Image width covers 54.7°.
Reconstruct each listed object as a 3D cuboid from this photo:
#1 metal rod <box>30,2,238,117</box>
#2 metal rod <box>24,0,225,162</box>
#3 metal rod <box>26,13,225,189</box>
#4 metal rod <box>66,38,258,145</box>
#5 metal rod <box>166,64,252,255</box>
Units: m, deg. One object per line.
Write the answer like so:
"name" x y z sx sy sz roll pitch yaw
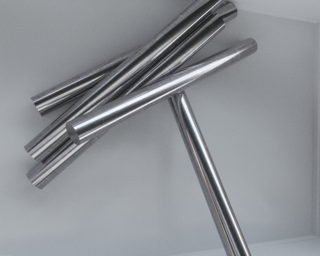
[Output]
"metal rod" -0.020 -0.097 0.403 0.302 0.025 0.025 -31 101 -18
"metal rod" -0.035 -0.071 0.373 0.301 0.025 0.025 -43 104 -9
"metal rod" -0.035 -0.038 0.379 0.301 0.025 0.025 -42 104 -8
"metal rod" 0.025 -0.058 0.381 0.302 0.025 0.025 -30 101 -33
"metal rod" 0.055 0.052 0.368 0.025 0.025 0.299 -13 70 -20
